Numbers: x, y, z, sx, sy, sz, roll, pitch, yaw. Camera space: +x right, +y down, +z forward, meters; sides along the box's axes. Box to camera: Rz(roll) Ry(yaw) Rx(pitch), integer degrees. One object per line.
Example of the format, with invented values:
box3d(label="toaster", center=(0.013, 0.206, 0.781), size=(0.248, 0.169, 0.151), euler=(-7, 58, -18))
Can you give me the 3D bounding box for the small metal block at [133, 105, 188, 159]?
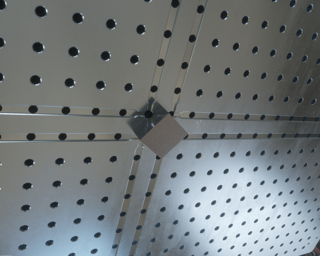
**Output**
box3d(label="small metal block", center=(0.001, 0.006, 0.415), size=(0.050, 0.025, 0.050), euler=(-44, 130, 2))
